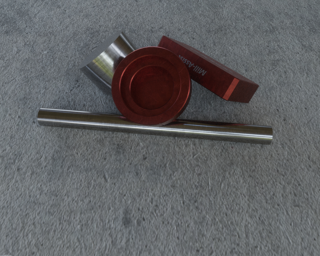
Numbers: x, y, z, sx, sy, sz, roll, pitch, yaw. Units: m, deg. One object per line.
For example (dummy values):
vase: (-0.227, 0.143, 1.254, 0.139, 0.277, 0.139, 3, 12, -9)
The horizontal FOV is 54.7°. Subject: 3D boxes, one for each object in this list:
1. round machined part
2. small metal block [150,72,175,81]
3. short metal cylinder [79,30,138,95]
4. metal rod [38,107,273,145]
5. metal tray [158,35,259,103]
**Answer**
round machined part: (-0.008, -0.050, 0.395, 0.098, 0.042, 0.097, -1, 85, 12)
small metal block: (-0.001, -0.066, 0.442, 0.050, 0.050, 0.025, 19, 53, 15)
short metal cylinder: (-0.068, -0.093, 0.441, 0.080, 0.050, 0.080, -33, 26, 19)
metal rod: (-0.009, -0.003, 0.407, 0.302, 0.025, 0.025, 5, 50, 4)
metal tray: (0.066, -0.082, 0.438, 0.130, 0.030, 0.091, 38, 21, 27)
